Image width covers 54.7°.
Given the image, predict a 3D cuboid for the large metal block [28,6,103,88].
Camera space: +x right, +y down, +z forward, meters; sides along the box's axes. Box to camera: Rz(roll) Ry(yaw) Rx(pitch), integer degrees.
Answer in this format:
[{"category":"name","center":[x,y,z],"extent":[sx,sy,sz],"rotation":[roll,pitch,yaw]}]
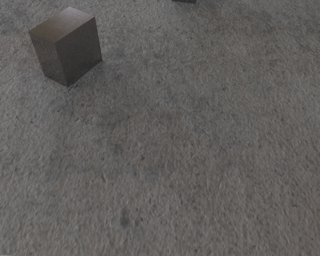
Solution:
[{"category":"large metal block","center":[-0.138,-0.123,0.469],"extent":[0.050,0.080,0.080],"rotation":[27,55,20]}]

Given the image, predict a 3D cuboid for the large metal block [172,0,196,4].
[{"category":"large metal block","center":[0.057,-0.314,0.632],"extent":[0.050,0.080,0.080],"rotation":[10,51,8]}]
